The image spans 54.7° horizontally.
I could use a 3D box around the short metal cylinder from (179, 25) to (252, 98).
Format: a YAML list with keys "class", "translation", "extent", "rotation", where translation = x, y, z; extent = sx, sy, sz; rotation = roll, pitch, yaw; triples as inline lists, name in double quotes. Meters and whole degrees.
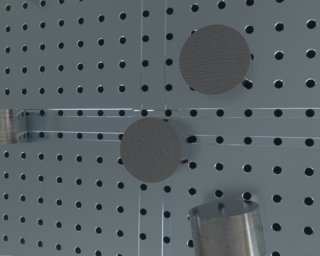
- class: "short metal cylinder"
  translation: [0.069, -0.078, 0.375]
  extent: [0.080, 0.050, 0.079]
  rotation: [0, 90, 19]

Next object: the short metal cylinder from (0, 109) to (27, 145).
- class: "short metal cylinder"
  translation: [-0.245, 0.000, 0.468]
  extent: [0.080, 0.080, 0.050]
  rotation: [-4, 89, 19]

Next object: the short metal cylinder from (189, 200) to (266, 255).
- class: "short metal cylinder"
  translation: [0.076, 0.117, 0.356]
  extent: [0.080, 0.080, 0.050]
  rotation: [-9, 87, 19]

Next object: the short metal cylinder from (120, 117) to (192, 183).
- class: "short metal cylinder"
  translation: [-0.004, 0.027, 0.400]
  extent: [0.080, 0.050, 0.079]
  rotation: [0, 90, 19]
